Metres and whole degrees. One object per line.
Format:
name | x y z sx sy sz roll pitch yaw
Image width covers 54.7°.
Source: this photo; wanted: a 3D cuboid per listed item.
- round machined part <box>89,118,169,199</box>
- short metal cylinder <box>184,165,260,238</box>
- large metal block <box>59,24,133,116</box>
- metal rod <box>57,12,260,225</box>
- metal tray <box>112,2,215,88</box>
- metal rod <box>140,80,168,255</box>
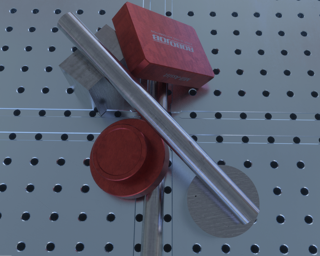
round machined part | -0.041 0.033 0.373 0.098 0.042 0.098 -6 69 16
short metal cylinder | 0.070 0.088 0.367 0.081 0.050 0.080 0 70 0
large metal block | -0.075 -0.073 0.409 0.050 0.080 0.080 40 75 13
metal rod | -0.007 -0.016 0.342 0.025 0.025 0.300 -42 83 -14
metal tray | 0.008 -0.104 0.405 0.131 0.030 0.090 1 62 -45
metal rod | -0.004 0.015 0.406 0.025 0.025 0.299 2 70 0
